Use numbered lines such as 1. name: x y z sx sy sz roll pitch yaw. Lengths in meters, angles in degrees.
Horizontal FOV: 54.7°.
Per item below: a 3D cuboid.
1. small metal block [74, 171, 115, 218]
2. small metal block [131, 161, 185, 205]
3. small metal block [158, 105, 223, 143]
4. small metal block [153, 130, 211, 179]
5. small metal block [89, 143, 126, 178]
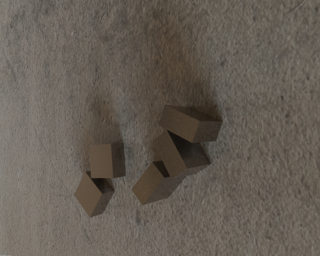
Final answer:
1. small metal block: -0.104 0.103 0.488 0.050 0.025 0.050 43 116 31
2. small metal block: 0.001 0.066 0.386 0.025 0.050 0.050 50 119 28
3. small metal block: 0.036 -0.005 0.358 0.050 0.050 0.025 28 108 36
4. small metal block: 0.026 0.029 0.365 0.025 0.050 0.050 -41 66 32
5. small metal block: -0.080 0.049 0.468 0.050 0.025 0.050 -7 86 39
